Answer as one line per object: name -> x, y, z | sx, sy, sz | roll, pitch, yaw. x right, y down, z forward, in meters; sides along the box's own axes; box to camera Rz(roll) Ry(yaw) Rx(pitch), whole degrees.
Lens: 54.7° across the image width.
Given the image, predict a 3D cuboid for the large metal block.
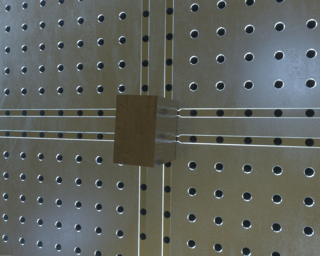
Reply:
large metal block -> -0.015, 0.002, 0.387 | 0.050, 0.080, 0.079 | 4, 91, 20
